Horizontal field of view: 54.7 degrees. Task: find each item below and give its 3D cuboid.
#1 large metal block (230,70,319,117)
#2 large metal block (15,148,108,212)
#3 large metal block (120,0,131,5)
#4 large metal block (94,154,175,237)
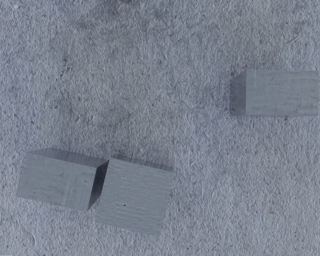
[{"bbox_3d":[0.136,-0.040,0.383,0.081,0.080,0.050,1,90,0],"label":"large metal block"},{"bbox_3d":[-0.115,0.059,0.381,0.080,0.080,0.050,13,90,0],"label":"large metal block"},{"bbox_3d":[-0.068,-0.207,0.382,0.080,0.080,0.050,26,90,0],"label":"large metal block"},{"bbox_3d":[-0.030,0.083,0.397,0.080,0.050,0.080,13,90,0],"label":"large metal block"}]
